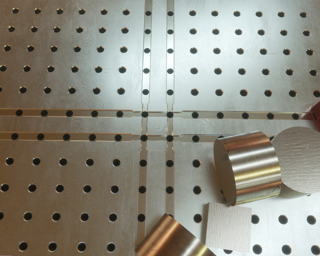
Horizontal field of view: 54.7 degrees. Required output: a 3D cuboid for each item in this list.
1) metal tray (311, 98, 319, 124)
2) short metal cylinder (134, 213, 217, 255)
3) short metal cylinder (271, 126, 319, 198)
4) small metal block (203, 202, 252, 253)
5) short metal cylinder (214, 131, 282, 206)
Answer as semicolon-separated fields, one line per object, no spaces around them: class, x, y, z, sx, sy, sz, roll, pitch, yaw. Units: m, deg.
metal tray;0.274;0.009;0.407;0.091;0.030;0.130;-16;71;-6
short metal cylinder;0.019;0.138;0.332;0.080;0.080;0.050;39;75;13
short metal cylinder;0.168;0.044;0.383;0.081;0.050;0.080;0;70;0
small metal block;0.080;0.118;0.369;0.050;0.025;0.050;8;70;3
short metal cylinder;0.100;0.047;0.366;0.050;0.080;0.080;-11;71;-4
